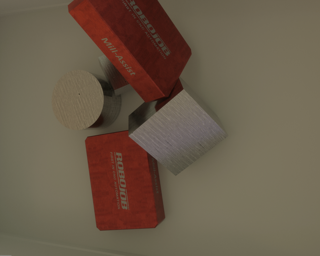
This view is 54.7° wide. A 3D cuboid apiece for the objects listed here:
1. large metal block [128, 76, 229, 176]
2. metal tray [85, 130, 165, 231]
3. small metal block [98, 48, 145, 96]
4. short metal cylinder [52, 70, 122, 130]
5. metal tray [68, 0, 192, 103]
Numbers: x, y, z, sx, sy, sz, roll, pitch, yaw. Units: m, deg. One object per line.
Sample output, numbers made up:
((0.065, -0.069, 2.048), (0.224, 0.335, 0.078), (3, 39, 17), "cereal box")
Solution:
((0.020, -0.003, 0.369), (0.080, 0.050, 0.080), (-40, 115, 15), "large metal block")
((-0.048, 0.070, 0.424), (0.090, 0.030, 0.129), (-9, 87, 19), "metal tray")
((-0.048, -0.078, 0.416), (0.050, 0.025, 0.050), (-25, 81, -10), "small metal block")
((-0.101, -0.037, 0.432), (0.080, 0.050, 0.079), (0, 90, 19), "short metal cylinder")
((-0.024, -0.103, 0.337), (0.030, 0.090, 0.130), (-14, 127, 42), "metal tray")
